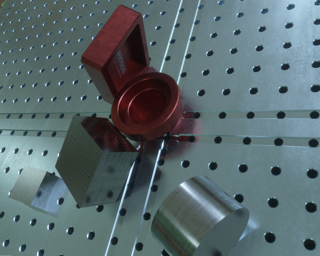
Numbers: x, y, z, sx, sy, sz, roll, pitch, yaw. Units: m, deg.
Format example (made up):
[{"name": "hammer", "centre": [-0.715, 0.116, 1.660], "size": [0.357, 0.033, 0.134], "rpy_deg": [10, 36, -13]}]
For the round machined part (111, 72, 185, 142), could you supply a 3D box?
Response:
[{"name": "round machined part", "centre": [-0.013, -0.024, 0.418], "size": [0.098, 0.042, 0.098], "rpy_deg": [-13, 55, 20]}]

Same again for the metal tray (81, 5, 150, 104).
[{"name": "metal tray", "centre": [-0.054, -0.090, 0.425], "size": [0.030, 0.130, 0.090], "rpy_deg": [29, 76, 11]}]

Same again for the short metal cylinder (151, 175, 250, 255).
[{"name": "short metal cylinder", "centre": [0.039, 0.093, 0.296], "size": [0.080, 0.080, 0.050], "rpy_deg": [-48, 51, -6]}]

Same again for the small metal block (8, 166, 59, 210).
[{"name": "small metal block", "centre": [-0.184, 0.086, 0.452], "size": [0.050, 0.025, 0.050], "rpy_deg": [6, 65, 31]}]

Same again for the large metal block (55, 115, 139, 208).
[{"name": "large metal block", "centre": [-0.082, 0.040, 0.390], "size": [0.080, 0.050, 0.079], "rpy_deg": [42, 116, 39]}]
